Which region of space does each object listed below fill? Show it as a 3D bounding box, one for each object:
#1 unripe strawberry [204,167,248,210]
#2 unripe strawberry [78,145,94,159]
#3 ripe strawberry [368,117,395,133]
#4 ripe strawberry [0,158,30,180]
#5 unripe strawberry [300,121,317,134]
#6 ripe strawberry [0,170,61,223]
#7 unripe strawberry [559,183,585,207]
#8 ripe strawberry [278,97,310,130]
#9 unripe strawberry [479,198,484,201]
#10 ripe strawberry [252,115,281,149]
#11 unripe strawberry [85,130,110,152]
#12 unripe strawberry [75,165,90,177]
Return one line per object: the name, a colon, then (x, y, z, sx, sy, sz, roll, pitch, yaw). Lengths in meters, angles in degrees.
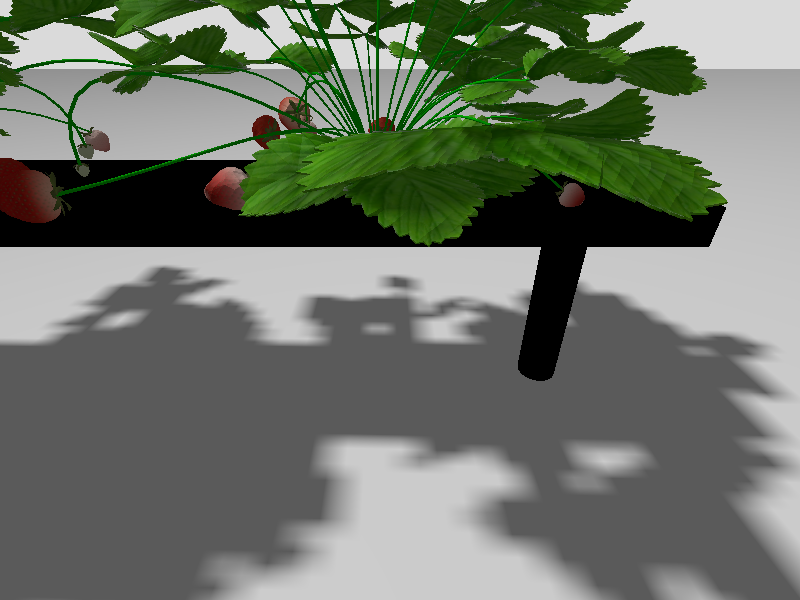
unripe strawberry: (-0.112, -0.073, 0.264, 0.031, 0.026, 0.031, -27, 40, -35)
unripe strawberry: (-0.273, -0.129, 0.349, 0.011, 0.011, 0.011, -2, 32, -4)
ripe strawberry: (-0.022, -0.202, 0.473, 0.032, 0.027, 0.032, 0, 31, -1)
ripe strawberry: (-0.270, -0.081, 0.279, 0.032, 0.031, 0.029, 29, 36, 4)
unripe strawberry: (-0.113, -0.208, 0.493, 0.022, 0.022, 0.019, -15, 35, -23)
ripe strawberry: (-0.226, -0.062, 0.243, 0.030, 0.031, 0.027, -16, 35, -23)
unripe strawberry: (0.116, -0.070, 0.270, 0.016, 0.016, 0.015, 35, 42, 14)
ripe strawberry: (-0.143, -0.248, 0.539, 0.042, 0.044, 0.046, -15, 19, -23)
unripe strawberry: (0.053, -0.071, 0.273, 0.012, 0.013, 0.013, -26, 40, -35)
ripe strawberry: (-0.148, -0.186, 0.441, 0.033, 0.034, 0.030, 26, 40, 36)
unripe strawberry: (-0.321, -0.169, 0.427, 0.024, 0.021, 0.022, 37, -10, 45)
unripe strawberry: (-0.261, -0.106, 0.329, 0.010, 0.010, 0.009, -2, 32, -3)
